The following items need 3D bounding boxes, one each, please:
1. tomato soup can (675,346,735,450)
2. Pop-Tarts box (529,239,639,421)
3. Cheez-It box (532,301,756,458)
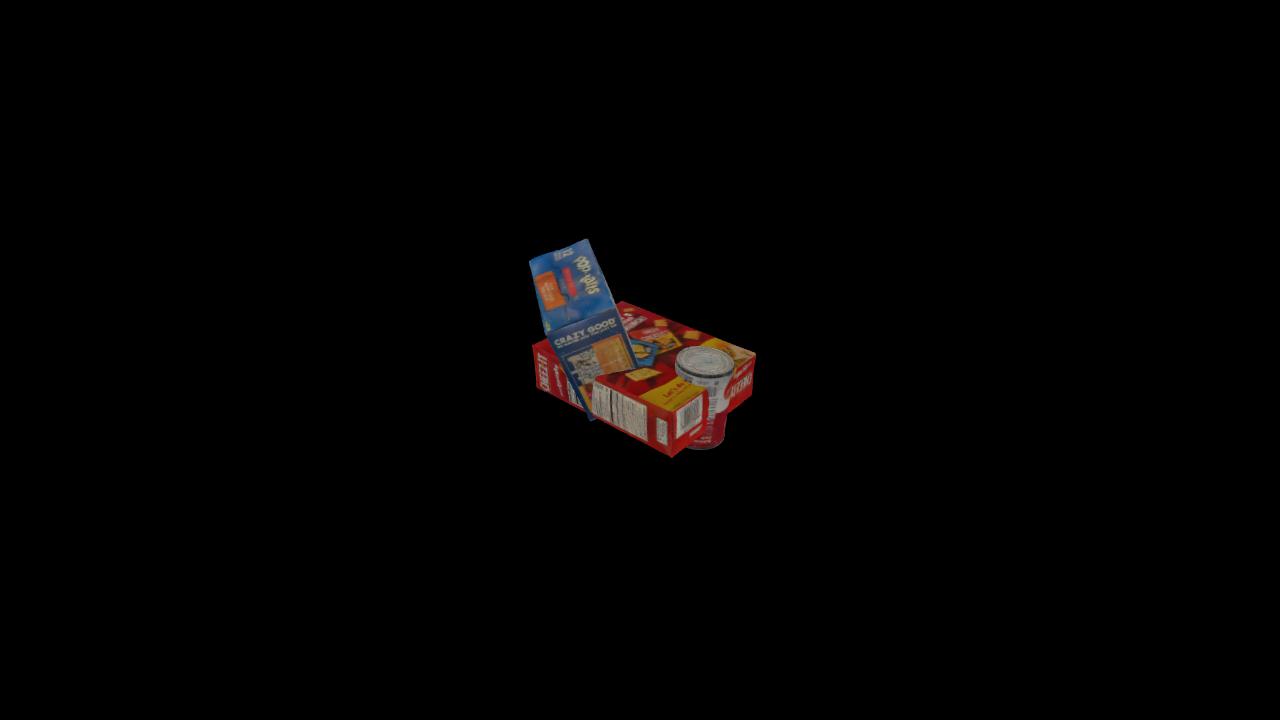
[{"bbox_3d":[0.069,0.042,0.701,0.068,0.101,0.068,2,30,-1],"label":"tomato soup can"},{"bbox_3d":[-0.062,-0.039,0.737,0.083,0.141,0.167,-22,40,-1],"label":"Pop-Tarts box"},{"bbox_3d":[0.003,0.012,0.746,0.223,0.071,0.166,24,38,34],"label":"Cheez-It box"}]
